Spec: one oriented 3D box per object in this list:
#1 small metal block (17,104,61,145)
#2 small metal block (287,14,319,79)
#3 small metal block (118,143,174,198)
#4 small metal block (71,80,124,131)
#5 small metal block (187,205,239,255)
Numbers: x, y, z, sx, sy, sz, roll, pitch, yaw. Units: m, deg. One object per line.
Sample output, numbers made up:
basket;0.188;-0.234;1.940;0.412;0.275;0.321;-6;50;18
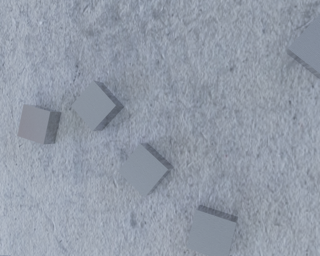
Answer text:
small metal block;-0.184;-0.006;0.472;0.050;0.025;0.050;15;95;19
small metal block;0.180;-0.090;0.346;0.050;0.025;0.050;45;103;14
small metal block;-0.019;0.055;0.415;0.050;0.025;0.050;42;103;15
small metal block;-0.088;-0.031;0.439;0.050;0.025;0.050;-46;76;14
small metal block;0.066;0.130;0.385;0.050;0.025;0.050;14;95;19
